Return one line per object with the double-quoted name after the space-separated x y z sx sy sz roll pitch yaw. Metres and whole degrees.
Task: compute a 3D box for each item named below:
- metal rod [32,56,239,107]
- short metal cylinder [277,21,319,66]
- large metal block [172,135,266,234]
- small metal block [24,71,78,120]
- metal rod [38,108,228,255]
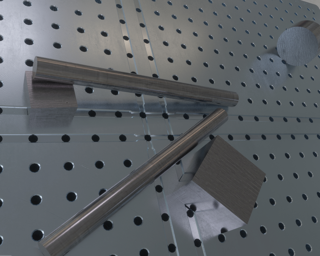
-0.009 -0.056 0.418 0.302 0.025 0.025 4 60 -33 "metal rod"
0.289 -0.174 0.635 0.080 0.080 0.050 49 51 6 "short metal cylinder"
0.075 0.070 0.390 0.080 0.050 0.080 39 51 -2 "large metal block"
-0.128 -0.039 0.362 0.050 0.025 0.050 -4 64 -30 "small metal block"
-0.006 0.048 0.375 0.302 0.025 0.025 -34 81 -38 "metal rod"
